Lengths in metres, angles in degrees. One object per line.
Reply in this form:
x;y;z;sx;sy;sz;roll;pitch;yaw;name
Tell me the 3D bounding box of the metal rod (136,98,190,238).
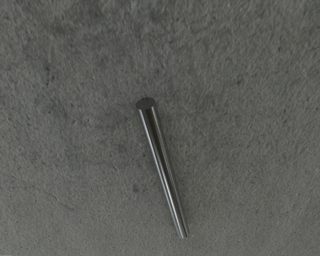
0.012;0.081;0.476;0.025;0.025;0.298;-9;130;7;metal rod
